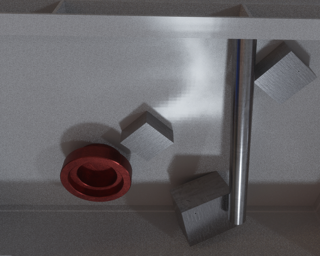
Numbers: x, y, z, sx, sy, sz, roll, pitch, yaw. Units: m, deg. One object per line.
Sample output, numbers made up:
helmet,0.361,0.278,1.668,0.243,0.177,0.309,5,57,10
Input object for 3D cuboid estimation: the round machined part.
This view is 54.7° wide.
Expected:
round machined part,-0.089,0.060,0.448,0.099,0.042,0.097,-1,130,0

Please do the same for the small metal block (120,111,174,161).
small metal block,-0.017,0.012,0.419,0.050,0.025,0.050,-37,122,27

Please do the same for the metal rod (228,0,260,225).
metal rod,0.099,0.004,0.379,0.025,0.025,0.298,-4,120,3

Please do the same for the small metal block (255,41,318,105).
small metal block,0.141,-0.062,0.358,0.050,0.025,0.050,33,123,-25

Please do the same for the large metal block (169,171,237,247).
large metal block,0.068,0.125,0.479,0.081,0.050,0.080,-20,124,-9
